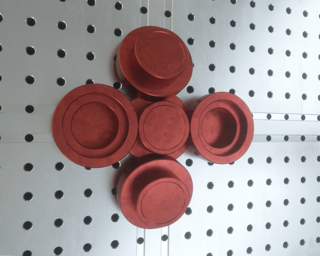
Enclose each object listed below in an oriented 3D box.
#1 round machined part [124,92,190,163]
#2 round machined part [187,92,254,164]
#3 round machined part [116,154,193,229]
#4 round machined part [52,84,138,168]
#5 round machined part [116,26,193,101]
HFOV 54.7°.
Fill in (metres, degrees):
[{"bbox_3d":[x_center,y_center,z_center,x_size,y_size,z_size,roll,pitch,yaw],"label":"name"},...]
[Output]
[{"bbox_3d":[-0.001,-0.001,0.403,0.099,0.042,0.097,0,90,-21],"label":"round machined part"},{"bbox_3d":[0.078,0.000,0.433,0.099,0.042,0.097,0,90,-21],"label":"round machined part"},{"bbox_3d":[-0.002,0.085,0.391,0.099,0.042,0.097,-6,107,-19],"label":"round machined part"},{"bbox_3d":[-0.079,-0.003,0.374,0.099,0.042,0.097,0,90,-21],"label":"round machined part"},{"bbox_3d":[-0.003,-0.086,0.391,0.099,0.042,0.098,5,74,-17],"label":"round machined part"}]
